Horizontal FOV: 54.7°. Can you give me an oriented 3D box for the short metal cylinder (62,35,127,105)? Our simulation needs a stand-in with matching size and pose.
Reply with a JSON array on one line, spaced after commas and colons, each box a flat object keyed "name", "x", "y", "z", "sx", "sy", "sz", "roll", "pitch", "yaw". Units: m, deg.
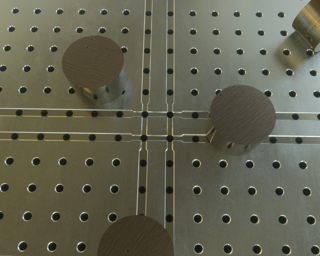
[{"name": "short metal cylinder", "x": -0.087, "y": -0.079, "z": 0.426, "sx": 0.081, "sy": 0.050, "sz": 0.080, "roll": 0, "pitch": 70, "yaw": 0}]

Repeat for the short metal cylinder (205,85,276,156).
[{"name": "short metal cylinder", "x": 0.102, "y": -0.009, "z": 0.402, "sx": 0.081, "sy": 0.050, "sz": 0.080, "roll": 0, "pitch": 70, "yaw": 0}]

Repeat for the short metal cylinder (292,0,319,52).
[{"name": "short metal cylinder", "x": 0.239, "y": -0.155, "z": 0.441, "sx": 0.080, "sy": 0.080, "sz": 0.050, "roll": -30, "pitch": 73, "yaw": -10}]

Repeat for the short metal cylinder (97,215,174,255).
[{"name": "short metal cylinder", "x": -0.025, "y": 0.141, "z": 0.347, "sx": 0.081, "sy": 0.050, "sz": 0.080, "roll": 0, "pitch": 70, "yaw": 0}]
